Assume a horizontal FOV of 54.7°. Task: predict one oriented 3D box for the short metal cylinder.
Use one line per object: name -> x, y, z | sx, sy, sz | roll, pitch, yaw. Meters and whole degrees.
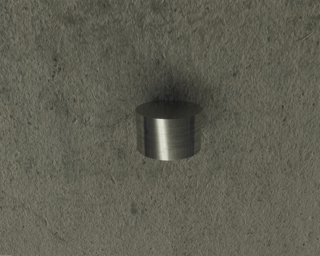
short metal cylinder -> 0.011, 0.000, 0.382 | 0.081, 0.080, 0.050 | -1, 110, 0
